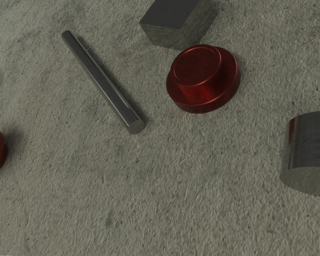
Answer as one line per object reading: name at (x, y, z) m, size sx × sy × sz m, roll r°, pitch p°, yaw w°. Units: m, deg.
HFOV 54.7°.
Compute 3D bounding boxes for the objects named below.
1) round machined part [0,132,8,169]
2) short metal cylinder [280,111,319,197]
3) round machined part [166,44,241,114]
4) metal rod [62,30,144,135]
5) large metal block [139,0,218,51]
round machined part at (-0.299, 0.046, 0.522) m, size 0.098 × 0.042 × 0.098 m, roll -13°, pitch 56°, yaw 21°
short metal cylinder at (0.151, 0.026, 0.273) m, size 0.080 × 0.080 × 0.050 m, roll 3°, pitch 63°, yaw 29°
round machined part at (0.052, -0.071, 0.409) m, size 0.098 × 0.042 × 0.098 m, roll -13°, pitch 56°, yaw 21°
metal rod at (-0.107, -0.090, 0.515) m, size 0.025 × 0.025 × 0.300 m, roll -40°, pitch 51°, yaw 1°
large metal block at (0.029, -0.169, 0.476) m, size 0.080 × 0.050 × 0.080 m, roll 23°, pitch 74°, yaw 36°
